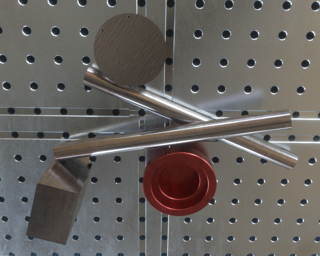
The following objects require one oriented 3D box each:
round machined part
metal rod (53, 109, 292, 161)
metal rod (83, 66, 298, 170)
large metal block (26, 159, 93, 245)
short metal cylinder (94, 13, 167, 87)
[{"bbox_3d":[0.026,0.069,0.430,0.099,0.042,0.097,0,110,-1],"label":"round machined part"},{"bbox_3d":[0.007,0.011,0.396,0.301,0.025,0.025,-8,110,11],"label":"metal rod"},{"bbox_3d":[0.046,-0.010,0.410,0.302,0.025,0.025,22,108,-9],"label":"metal rod"},{"bbox_3d":[-0.133,0.093,0.417,0.050,0.080,0.079,17,109,-6],"label":"large metal block"},{"bbox_3d":[-0.033,-0.093,0.365,0.081,0.050,0.079,0,110,-1],"label":"short metal cylinder"}]
